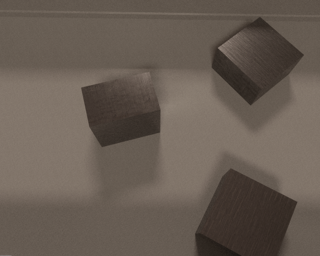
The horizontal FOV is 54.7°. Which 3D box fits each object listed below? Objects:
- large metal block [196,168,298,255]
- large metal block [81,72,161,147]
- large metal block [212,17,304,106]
[{"bbox_3d":[0.097,0.105,0.359,0.080,0.050,0.080,27,72,9],"label":"large metal block"},{"bbox_3d":[-0.045,-0.020,0.387,0.081,0.080,0.050,-14,71,-6],"label":"large metal block"},{"bbox_3d":[0.133,-0.093,0.432,0.080,0.050,0.080,-38,75,-13],"label":"large metal block"}]
